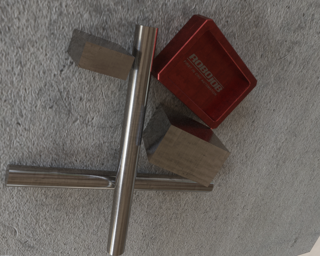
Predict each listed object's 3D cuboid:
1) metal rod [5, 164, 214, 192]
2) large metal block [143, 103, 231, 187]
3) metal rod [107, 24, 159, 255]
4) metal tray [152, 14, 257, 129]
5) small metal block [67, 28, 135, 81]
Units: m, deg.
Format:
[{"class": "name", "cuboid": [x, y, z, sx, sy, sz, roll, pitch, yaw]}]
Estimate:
[{"class": "metal rod", "cuboid": [-0.046, 0.073, 0.428, 0.302, 0.025, 0.025, 9, 114, -33]}, {"class": "large metal block", "cuboid": [0.028, 0.019, 0.386, 0.080, 0.080, 0.050, 25, 105, -18]}, {"class": "metal rod", "cuboid": [-0.037, 0.029, 0.381, 0.025, 0.025, 0.298, -1, 111, -29]}, {"class": "metal tray", "cuboid": [0.059, -0.066, 0.396, 0.090, 0.030, 0.130, -48, 129, 5]}, {"class": "small metal block", "cuboid": [-0.061, -0.074, 0.313, 0.050, 0.050, 0.025, 11, 113, -34]}]
